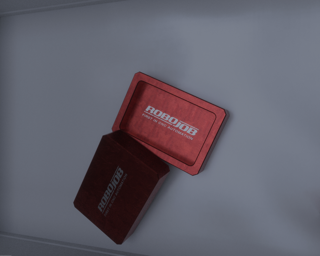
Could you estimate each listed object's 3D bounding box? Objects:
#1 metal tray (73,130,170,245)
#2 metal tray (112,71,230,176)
[{"bbox_3d":[-0.055,0.079,0.410,0.090,0.030,0.129,36,116,16],"label":"metal tray"},{"bbox_3d":[0.012,-0.007,0.403,0.130,0.030,0.090,27,99,18],"label":"metal tray"}]
